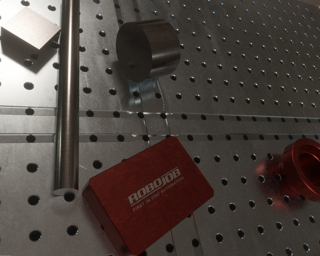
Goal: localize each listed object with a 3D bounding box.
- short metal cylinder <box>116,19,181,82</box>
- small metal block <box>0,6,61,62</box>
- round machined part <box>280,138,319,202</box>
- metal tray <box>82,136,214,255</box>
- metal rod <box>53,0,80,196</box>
[{"bbox_3d":[-0.017,-0.108,0.431,0.050,0.080,0.080,-22,74,-36],"label":"short metal cylinder"},{"bbox_3d":[-0.163,-0.119,0.394,0.050,0.025,0.050,31,51,-8],"label":"small metal block"},{"bbox_3d":[0.229,0.068,0.482,0.099,0.042,0.098,14,56,-21],"label":"round machined part"},{"bbox_3d":[-0.009,0.073,0.357,0.131,0.030,0.090,-26,76,-37],"label":"metal tray"},{"bbox_3d":[-0.114,-0.065,0.387,0.025,0.025,0.299,7,59,-25],"label":"metal rod"}]
